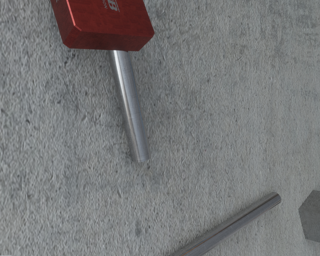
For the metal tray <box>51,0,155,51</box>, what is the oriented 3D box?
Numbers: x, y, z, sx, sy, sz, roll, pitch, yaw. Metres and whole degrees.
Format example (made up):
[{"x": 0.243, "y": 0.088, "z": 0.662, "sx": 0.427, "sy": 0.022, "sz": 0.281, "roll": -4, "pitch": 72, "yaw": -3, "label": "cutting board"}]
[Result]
[{"x": -0.067, "y": -0.144, "z": 0.318, "sx": 0.091, "sy": 0.030, "sz": 0.129, "roll": -9, "pitch": 75, "yaw": -40, "label": "metal tray"}]

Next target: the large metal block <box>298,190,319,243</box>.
[{"x": 0.361, "y": 0.199, "z": 0.697, "sx": 0.081, "sy": 0.050, "sz": 0.080, "roll": -31, "pitch": 110, "yaw": -36, "label": "large metal block"}]

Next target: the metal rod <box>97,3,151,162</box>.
[{"x": -0.049, "y": -0.102, "z": 0.341, "sx": 0.025, "sy": 0.025, "sz": 0.298, "roll": -25, "pitch": 113, "yaw": -37, "label": "metal rod"}]

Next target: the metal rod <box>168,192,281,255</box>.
[{"x": 0.107, "y": 0.163, "z": 0.497, "sx": 0.302, "sy": 0.025, "sz": 0.025, "roll": -14, "pitch": 99, "yaw": -39, "label": "metal rod"}]
